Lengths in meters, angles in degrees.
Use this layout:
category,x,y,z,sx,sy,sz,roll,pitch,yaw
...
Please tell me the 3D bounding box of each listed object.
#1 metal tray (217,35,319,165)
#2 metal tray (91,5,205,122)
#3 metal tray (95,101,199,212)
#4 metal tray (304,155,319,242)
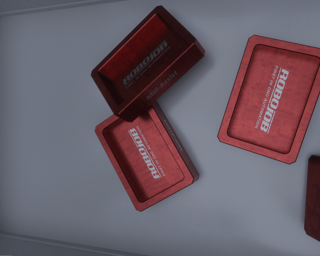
category,x,y,z,sx,sy,sz,roll,pitch,yaw
metal tray,0.130,-0.033,0.361,0.090,0.030,0.129,19,96,19
metal tray,-0.020,-0.081,0.393,0.130,0.030,0.090,-42,56,11
metal tray,-0.019,0.033,0.414,0.090,0.030,0.130,-33,80,17
metal tray,0.192,0.077,0.289,0.030,0.130,0.089,3,91,-12
